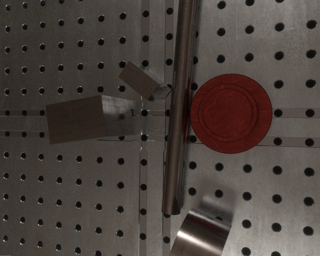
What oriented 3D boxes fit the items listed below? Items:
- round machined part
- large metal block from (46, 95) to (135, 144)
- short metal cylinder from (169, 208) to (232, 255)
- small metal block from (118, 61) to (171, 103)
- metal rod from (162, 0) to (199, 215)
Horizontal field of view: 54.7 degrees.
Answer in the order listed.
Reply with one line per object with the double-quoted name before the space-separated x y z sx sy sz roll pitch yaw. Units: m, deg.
"round machined part" 0.084 -0.017 0.374 0.098 0.042 0.097 0 90 19
"large metal block" -0.090 -0.009 0.414 0.080 0.080 0.050 -8 88 19
"short metal cylinder" 0.047 0.143 0.366 0.050 0.080 0.080 20 97 18
"small metal block" -0.018 -0.059 0.405 0.050 0.050 0.025 40 103 15
"metal rod" 0.027 -0.038 0.402 0.025 0.025 0.298 5 92 19
